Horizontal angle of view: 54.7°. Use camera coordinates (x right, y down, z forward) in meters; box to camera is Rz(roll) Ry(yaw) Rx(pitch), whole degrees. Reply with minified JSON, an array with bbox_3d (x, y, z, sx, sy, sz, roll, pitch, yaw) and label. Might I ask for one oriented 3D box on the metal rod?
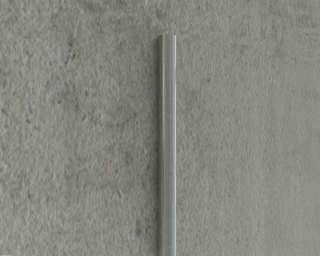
[{"bbox_3d":[0.010,0.027,0.414,0.025,0.025,0.298,0,90,-40],"label":"metal rod"}]
